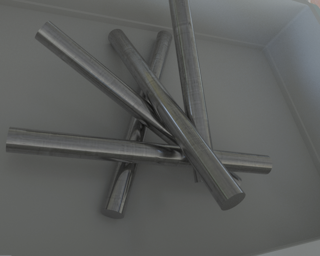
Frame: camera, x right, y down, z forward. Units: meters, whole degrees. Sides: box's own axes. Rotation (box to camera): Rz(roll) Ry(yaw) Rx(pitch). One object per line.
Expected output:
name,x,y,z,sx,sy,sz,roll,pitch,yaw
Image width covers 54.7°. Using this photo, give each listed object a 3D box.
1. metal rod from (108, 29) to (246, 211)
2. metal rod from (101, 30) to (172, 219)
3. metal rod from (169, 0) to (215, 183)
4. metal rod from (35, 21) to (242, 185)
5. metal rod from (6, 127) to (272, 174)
metal rod,0.000,-0.035,0.363,0.025,0.025,0.300,-5,44,-31
metal rod,-0.021,-0.028,0.411,0.025,0.025,0.300,24,53,-14
metal rod,0.032,-0.087,0.367,0.025,0.025,0.299,0,75,-28
metal rod,-0.014,-0.015,0.374,0.301,0.025,0.025,39,50,-15
metal rod,-0.005,0.029,0.349,0.302,0.025,0.025,7,59,-20
